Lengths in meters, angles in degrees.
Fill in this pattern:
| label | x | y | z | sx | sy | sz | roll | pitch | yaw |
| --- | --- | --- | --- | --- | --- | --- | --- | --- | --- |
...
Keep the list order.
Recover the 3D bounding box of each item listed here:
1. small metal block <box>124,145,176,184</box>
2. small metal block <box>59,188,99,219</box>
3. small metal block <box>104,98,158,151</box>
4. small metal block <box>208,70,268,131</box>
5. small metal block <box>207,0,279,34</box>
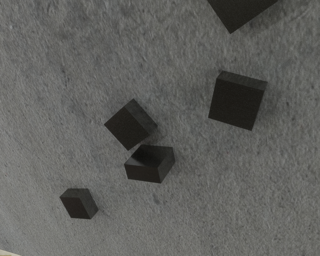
| label | x | y | z | sx | sy | sz | roll | pitch | yaw |
| --- | --- | --- | --- | --- | --- | --- | --- | --- | --- |
| small metal block | -0.013 | 0.048 | 0.426 | 0.050 | 0.050 | 0.025 | 3 | 120 | 26 |
| small metal block | -0.148 | 0.139 | 0.568 | 0.050 | 0.025 | 0.050 | -6 | 116 | 30 |
| small metal block | -0.040 | -0.004 | 0.424 | 0.050 | 0.025 | 0.050 | 48 | 128 | -6 |
| small metal block | 0.085 | -0.031 | 0.342 | 0.050 | 0.025 | 0.050 | 18 | 126 | 17 |
| small metal block | 0.075 | -0.126 | 0.289 | 0.050 | 0.025 | 0.050 | -30 | 102 | 37 |
